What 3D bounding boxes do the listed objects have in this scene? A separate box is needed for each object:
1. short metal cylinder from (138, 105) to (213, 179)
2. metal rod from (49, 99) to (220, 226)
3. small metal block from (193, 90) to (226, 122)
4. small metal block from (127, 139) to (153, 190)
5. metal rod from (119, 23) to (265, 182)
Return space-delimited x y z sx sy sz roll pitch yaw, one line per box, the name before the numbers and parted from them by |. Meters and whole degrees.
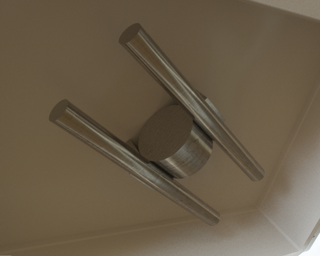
short metal cylinder | 0.020 0.018 0.394 0.080 0.080 0.050 -45 130 3
metal rod | -0.006 0.061 0.379 0.025 0.025 0.300 -46 129 3
small metal block | 0.051 -0.026 0.403 0.025 0.050 0.050 -45 130 3
small metal block | -0.024 0.049 0.409 0.025 0.050 0.050 -45 130 3
metal rod | 0.059 -0.007 0.372 0.025 0.025 0.300 -46 130 3
